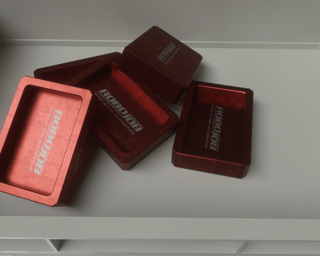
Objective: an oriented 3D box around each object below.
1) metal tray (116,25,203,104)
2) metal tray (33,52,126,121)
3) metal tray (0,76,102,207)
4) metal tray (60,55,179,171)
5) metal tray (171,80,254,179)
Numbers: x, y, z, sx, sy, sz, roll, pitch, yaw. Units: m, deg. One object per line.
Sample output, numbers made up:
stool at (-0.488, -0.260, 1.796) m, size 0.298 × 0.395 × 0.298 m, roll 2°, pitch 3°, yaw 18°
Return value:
metal tray at (0.005, -0.093, 0.434) m, size 0.090 × 0.030 × 0.130 m, roll 33°, pitch 34°, yaw -3°
metal tray at (-0.107, -0.061, 0.449) m, size 0.131 × 0.030 × 0.090 m, roll -16°, pitch 52°, yaw -14°
metal tray at (-0.130, 0.014, 0.349) m, size 0.090 × 0.030 × 0.129 m, roll 13°, pitch 79°, yaw 10°
metal tray at (-0.052, -0.023, 0.390) m, size 0.090 × 0.030 × 0.130 m, roll -40°, pitch 75°, yaw -21°
metal tray at (0.071, -0.004, 0.403) m, size 0.090 × 0.030 × 0.130 m, roll 10°, pitch 51°, yaw 7°
